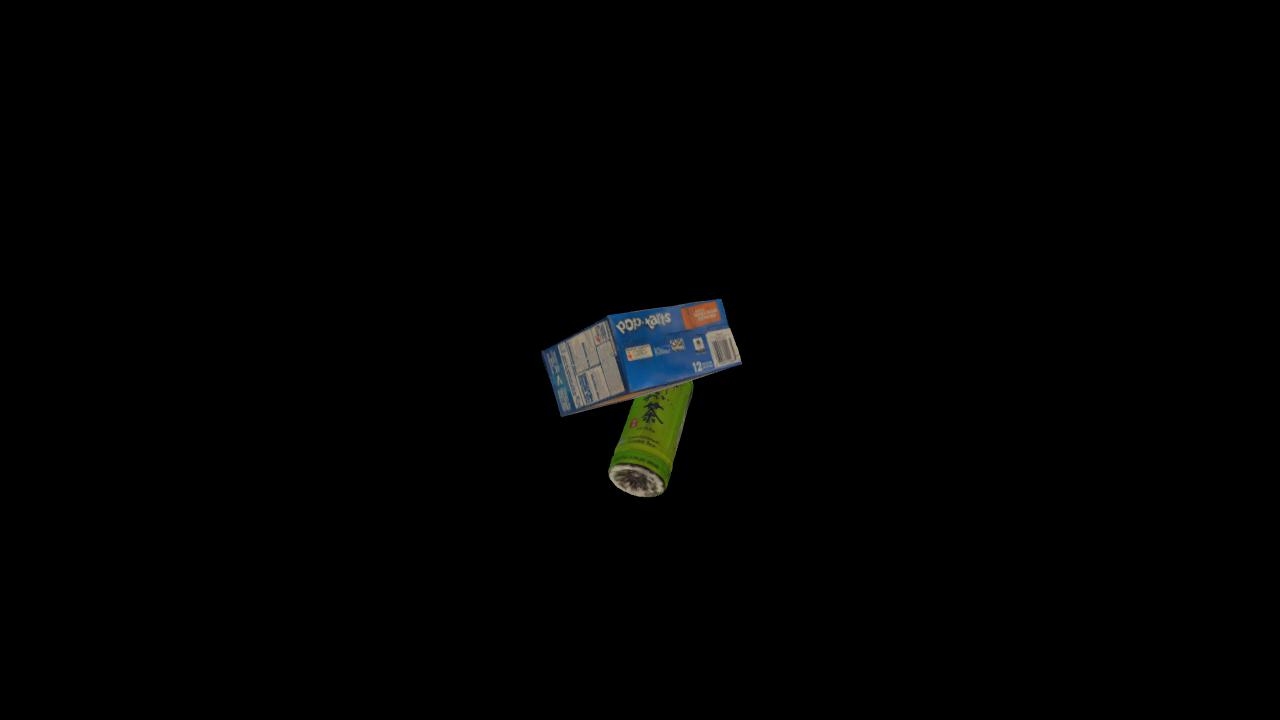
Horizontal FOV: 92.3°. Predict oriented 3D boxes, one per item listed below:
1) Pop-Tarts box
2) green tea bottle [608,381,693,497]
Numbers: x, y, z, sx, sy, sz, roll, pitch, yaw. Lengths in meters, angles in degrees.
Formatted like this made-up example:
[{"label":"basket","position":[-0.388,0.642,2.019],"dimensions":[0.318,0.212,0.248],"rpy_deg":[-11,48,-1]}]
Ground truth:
[{"label":"Pop-Tarts box","position":[0.001,-0.003,0.695],"dimensions":[0.167,0.083,0.141],"rpy_deg":[-11,-8,-39]},{"label":"green tea bottle","position":[0.024,0.063,0.753],"dimensions":[0.073,0.073,0.212],"rpy_deg":[0,43,22]}]
